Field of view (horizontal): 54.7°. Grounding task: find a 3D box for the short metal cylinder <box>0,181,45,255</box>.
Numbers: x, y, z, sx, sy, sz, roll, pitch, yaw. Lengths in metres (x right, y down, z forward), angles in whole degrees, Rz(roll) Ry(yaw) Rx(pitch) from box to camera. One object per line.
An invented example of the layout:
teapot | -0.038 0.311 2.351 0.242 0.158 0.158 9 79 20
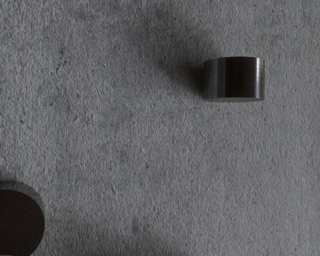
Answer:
short metal cylinder | -0.167 0.101 0.334 0.081 0.050 0.080 0 90 -20

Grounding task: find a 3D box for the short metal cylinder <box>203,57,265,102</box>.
short metal cylinder | 0.098 -0.062 0.416 0.081 0.080 0.050 0 90 -20
